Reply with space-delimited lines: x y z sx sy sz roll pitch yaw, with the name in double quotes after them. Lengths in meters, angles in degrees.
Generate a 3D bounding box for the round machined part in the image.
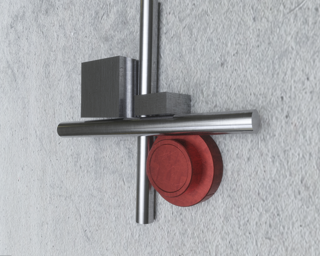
0.022 0.047 0.374 0.098 0.042 0.097 0 90 39 "round machined part"

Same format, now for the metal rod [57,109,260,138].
-0.027 -0.002 0.394 0.300 0.025 0.025 -2 89 35 "metal rod"

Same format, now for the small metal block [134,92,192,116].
0.004 -0.028 0.385 0.050 0.050 0.025 -2 89 39 "small metal block"

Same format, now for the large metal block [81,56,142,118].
-0.067 -0.054 0.442 0.080 0.050 0.079 1 91 39 "large metal block"

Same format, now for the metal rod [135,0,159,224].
-0.018 -0.022 0.419 0.025 0.025 0.298 2 91 39 "metal rod"
